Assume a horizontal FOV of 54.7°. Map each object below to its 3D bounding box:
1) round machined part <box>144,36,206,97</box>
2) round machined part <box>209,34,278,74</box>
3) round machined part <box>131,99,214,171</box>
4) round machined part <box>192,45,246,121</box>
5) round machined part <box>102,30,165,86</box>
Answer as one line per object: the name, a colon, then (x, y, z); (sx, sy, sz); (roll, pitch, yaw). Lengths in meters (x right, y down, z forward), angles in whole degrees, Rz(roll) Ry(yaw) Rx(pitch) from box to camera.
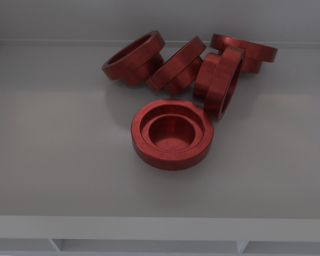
round machined part: (0.028, -0.081, 0.439); (0.042, 0.098, 0.098); (48, 58, -9)
round machined part: (0.122, -0.111, 0.469); (0.099, 0.042, 0.098); (12, 19, -4)
round machined part: (0.015, 0.012, 0.384); (0.099, 0.042, 0.098); (0, 50, 0)
round machined part: (0.075, -0.061, 0.409); (0.042, 0.097, 0.098); (22, 53, 15)
round machined part: (-0.033, -0.098, 0.455); (0.098, 0.042, 0.098); (-29, 23, 14)
